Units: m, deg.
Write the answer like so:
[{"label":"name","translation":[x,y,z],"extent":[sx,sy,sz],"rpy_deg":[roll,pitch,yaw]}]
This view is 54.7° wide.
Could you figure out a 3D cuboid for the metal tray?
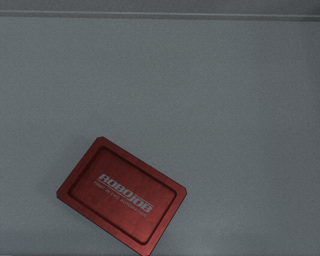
[{"label":"metal tray","translation":[-0.045,0.081,0.376],"extent":[0.130,0.030,0.090],"rpy_deg":[31,73,10]}]
